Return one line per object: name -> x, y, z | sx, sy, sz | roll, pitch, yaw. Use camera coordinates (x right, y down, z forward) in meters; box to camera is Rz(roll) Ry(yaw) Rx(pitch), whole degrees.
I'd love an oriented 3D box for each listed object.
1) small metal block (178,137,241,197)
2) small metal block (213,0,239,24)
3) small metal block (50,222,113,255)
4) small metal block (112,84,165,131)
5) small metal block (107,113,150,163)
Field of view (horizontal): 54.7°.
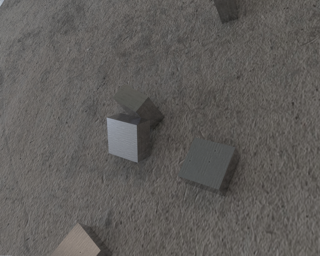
small metal block -> 0.056, 0.043, 0.348 | 0.050, 0.025, 0.050 | 14, 69, 33
small metal block -> 0.096, -0.193, 0.456 | 0.025, 0.050, 0.050 | -11, 57, 22
small metal block -> -0.092, 0.148, 0.361 | 0.050, 0.025, 0.050 | 33, 80, 38
small metal block -> -0.029, -0.028, 0.420 | 0.050, 0.050, 0.025 | 32, 80, 38
small metal block -> -0.040, 0.012, 0.400 | 0.050, 0.050, 0.025 | 14, 24, 33
